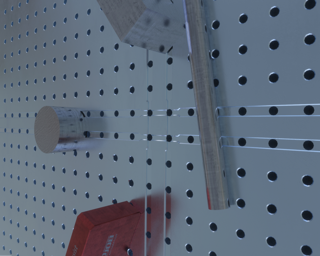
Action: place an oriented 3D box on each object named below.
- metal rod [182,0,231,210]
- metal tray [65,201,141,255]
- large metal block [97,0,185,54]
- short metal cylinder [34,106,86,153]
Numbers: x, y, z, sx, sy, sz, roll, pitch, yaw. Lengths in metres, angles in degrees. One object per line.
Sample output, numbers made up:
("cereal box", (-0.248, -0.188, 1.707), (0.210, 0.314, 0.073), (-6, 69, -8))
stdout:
("metal rod", (0.051, -0.057, 0.367), (0.025, 0.025, 0.298), (-11, 83, 39))
("metal tray", (-0.086, 0.173, 0.437), (0.030, 0.091, 0.129), (31, 109, 36))
("large metal block", (-0.022, -0.147, 0.392), (0.050, 0.081, 0.080), (-44, 64, 31))
("short metal cylinder", (-0.174, 0.003, 0.537), (0.080, 0.050, 0.080), (0, 90, 40))
